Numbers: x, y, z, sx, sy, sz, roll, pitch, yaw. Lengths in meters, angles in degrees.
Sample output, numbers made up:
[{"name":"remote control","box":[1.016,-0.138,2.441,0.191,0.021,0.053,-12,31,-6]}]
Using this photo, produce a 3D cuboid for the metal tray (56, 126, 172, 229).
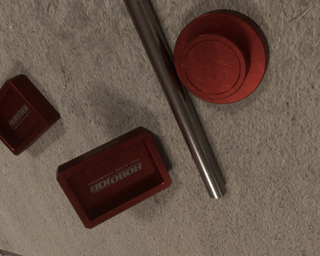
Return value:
[{"name":"metal tray","box":[-0.060,0.066,0.419,0.090,0.131,0.030,67,169,-20]}]

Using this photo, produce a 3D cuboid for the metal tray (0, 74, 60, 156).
[{"name":"metal tray","box":[-0.233,-0.017,0.512,0.130,0.030,0.090,-33,101,38]}]

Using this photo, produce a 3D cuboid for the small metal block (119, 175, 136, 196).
[{"name":"small metal block","box":[-0.066,0.066,0.464,0.025,0.050,0.050,-4,116,30]}]

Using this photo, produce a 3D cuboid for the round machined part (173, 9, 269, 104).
[{"name":"round machined part","box":[0.059,-0.069,0.322,0.098,0.042,0.097,13,124,20]}]

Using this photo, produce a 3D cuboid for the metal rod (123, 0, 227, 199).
[{"name":"metal rod","box":[0.019,-0.041,0.370,0.025,0.025,0.299,-12,113,33]}]
